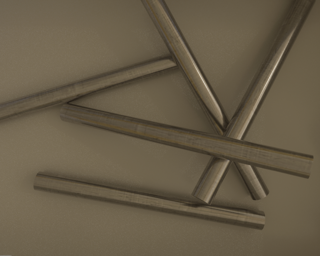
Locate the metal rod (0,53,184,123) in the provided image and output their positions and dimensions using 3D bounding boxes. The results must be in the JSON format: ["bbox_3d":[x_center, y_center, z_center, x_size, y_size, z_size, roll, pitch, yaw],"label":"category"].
[{"bbox_3d":[-0.109,-0.050,0.410,0.302,0.025,0.025,-17,90,0],"label":"metal rod"}]

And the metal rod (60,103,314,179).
[{"bbox_3d":[0.015,0.010,0.365,0.301,0.025,0.025,12,90,18],"label":"metal rod"}]

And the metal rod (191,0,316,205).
[{"bbox_3d":[0.121,-0.044,0.386,0.025,0.025,0.300,30,79,0],"label":"metal rod"}]

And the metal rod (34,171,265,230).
[{"bbox_3d":[-0.013,0.096,0.411,0.302,0.025,0.025,10,90,0],"label":"metal rod"}]

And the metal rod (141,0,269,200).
[{"bbox_3d":[0.059,-0.039,0.393,0.025,0.025,0.299,-30,98,0],"label":"metal rod"}]
